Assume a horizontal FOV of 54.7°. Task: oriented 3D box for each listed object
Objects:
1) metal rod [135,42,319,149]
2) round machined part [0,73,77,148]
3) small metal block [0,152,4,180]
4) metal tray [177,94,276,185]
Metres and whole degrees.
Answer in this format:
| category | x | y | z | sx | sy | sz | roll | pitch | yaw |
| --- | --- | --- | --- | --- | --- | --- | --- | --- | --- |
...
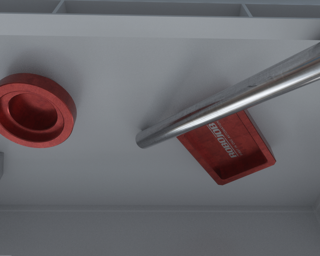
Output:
| category | x | y | z | sx | sy | sz | roll | pitch | yaw |
| --- | --- | --- | --- | --- | --- | --- | --- | --- | --- |
| metal rod | 0.058 | -0.021 | 0.306 | 0.025 | 0.025 | 0.299 | 29 | 151 | -23 |
| round machined part | -0.151 | -0.025 | 0.375 | 0.099 | 0.042 | 0.097 | -1 | 130 | 0 |
| small metal block | -0.260 | 0.056 | 0.453 | 0.050 | 0.025 | 0.050 | 14 | 129 | -13 |
| metal tray | 0.090 | 0.019 | 0.422 | 0.090 | 0.030 | 0.130 | -28 | 125 | 21 |
